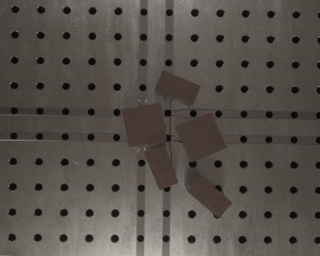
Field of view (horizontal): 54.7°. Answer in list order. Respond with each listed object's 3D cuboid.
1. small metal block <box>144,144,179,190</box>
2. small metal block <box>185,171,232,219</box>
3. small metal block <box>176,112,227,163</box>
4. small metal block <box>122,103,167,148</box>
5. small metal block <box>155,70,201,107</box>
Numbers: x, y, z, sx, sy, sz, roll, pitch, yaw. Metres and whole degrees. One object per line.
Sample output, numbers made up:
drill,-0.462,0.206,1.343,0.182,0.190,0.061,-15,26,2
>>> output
small metal block,0.002,0.048,0.401,0.025,0.050,0.050,-22,90,0
small metal block,0.061,0.085,0.402,0.050,0.050,0.025,40,90,-1
small metal block,0.054,0.012,0.414,0.050,0.025,0.050,-23,90,-1
small metal block,-0.020,-0.004,0.413,0.050,0.025,0.050,-11,90,-1
small metal block,0.022,-0.050,0.401,0.050,0.050,0.025,23,90,-1
